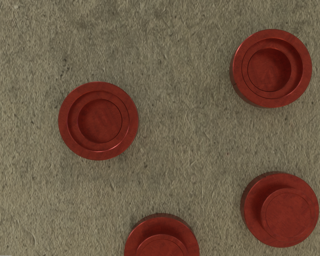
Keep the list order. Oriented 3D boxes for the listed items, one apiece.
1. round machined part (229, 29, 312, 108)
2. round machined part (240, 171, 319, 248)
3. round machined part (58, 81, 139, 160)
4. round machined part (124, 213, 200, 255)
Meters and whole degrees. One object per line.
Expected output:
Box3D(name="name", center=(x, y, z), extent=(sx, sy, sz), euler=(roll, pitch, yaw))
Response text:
Box3D(name="round machined part", center=(0.139, -0.074, 0.402), extent=(0.099, 0.042, 0.097), euler=(0, 90, 0))
Box3D(name="round machined part", center=(0.159, 0.108, 0.403), extent=(0.099, 0.042, 0.097), euler=(0, 90, 0))
Box3D(name="round machined part", center=(-0.076, -0.009, 0.401), extent=(0.099, 0.042, 0.097), euler=(0, 90, 0))
Box3D(name="round machined part", center=(0.002, 0.165, 0.401), extent=(0.099, 0.042, 0.097), euler=(0, 90, 0))
